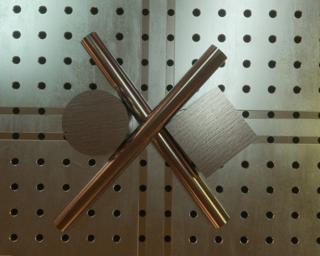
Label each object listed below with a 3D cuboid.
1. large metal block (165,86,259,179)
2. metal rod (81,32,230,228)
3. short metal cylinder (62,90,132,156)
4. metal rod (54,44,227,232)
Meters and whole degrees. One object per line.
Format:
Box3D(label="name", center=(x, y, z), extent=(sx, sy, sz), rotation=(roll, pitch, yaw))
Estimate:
Box3D(label="large metal block", center=(0.062, 0.005, 0.397), extent=(0.080, 0.050, 0.080), rotation=(-38, 90, 0))
Box3D(label="metal rod", center=(-0.006, 0.003, 0.409), extent=(0.025, 0.025, 0.299), rotation=(-36, 90, 0))
Box3D(label="short metal cylinder", center=(-0.078, -0.006, 0.396), extent=(0.081, 0.050, 0.079), rotation=(0, 90, 0))
Box3D(label="metal rod", center=(-0.029, 0.019, 0.388), extent=(0.025, 0.025, 0.299), rotation=(42, 98, 0))
